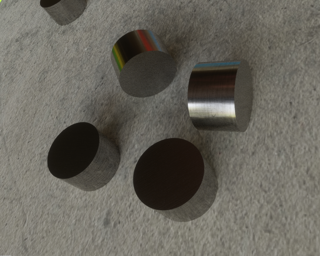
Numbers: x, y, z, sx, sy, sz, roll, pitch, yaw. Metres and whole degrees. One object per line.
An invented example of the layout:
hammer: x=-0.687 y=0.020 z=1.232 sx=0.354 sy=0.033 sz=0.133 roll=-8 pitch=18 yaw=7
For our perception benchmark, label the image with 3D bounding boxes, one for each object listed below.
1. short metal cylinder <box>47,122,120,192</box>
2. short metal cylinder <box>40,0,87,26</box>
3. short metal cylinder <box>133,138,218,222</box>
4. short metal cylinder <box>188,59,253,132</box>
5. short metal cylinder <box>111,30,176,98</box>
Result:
short metal cylinder: x=-0.101 y=0.039 z=0.415 sx=0.080 sy=0.050 sz=0.080 roll=-13 pitch=56 yaw=20
short metal cylinder: x=-0.203 y=-0.265 z=0.654 sx=0.080 sy=0.050 sz=0.080 roll=-13 pitch=56 yaw=20
short metal cylinder: x=0.018 y=0.058 z=0.342 sx=0.080 sy=0.050 sz=0.080 roll=-13 pitch=56 yaw=20
short metal cylinder: x=0.071 y=-0.036 z=0.353 sx=0.050 sy=0.080 sz=0.080 roll=3 pitch=63 yaw=29
short metal cylinder: x=-0.024 y=-0.089 z=0.434 sx=0.080 sy=0.080 sz=0.050 roll=-30 pitch=52 yaw=9
